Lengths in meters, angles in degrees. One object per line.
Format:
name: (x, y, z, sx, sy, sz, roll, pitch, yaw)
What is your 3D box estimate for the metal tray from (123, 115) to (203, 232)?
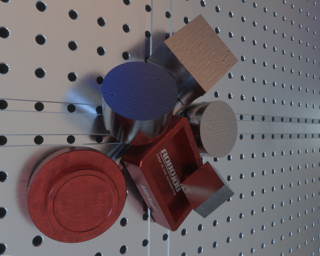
metal tray: (0.015, 0.058, 0.400, 0.090, 0.030, 0.129, -45, 130, -30)

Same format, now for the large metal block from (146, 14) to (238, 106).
large metal block: (0.044, -0.090, 0.414, 0.080, 0.050, 0.080, 49, 59, -6)

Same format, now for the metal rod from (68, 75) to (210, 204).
metal rod: (0.000, -0.009, 0.412, 0.301, 0.025, 0.025, -45, 117, -30)

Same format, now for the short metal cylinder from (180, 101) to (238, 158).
short metal cylinder: (0.067, 0.002, 0.448, 0.081, 0.050, 0.079, 0, 90, -40)

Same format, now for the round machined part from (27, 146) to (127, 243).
round machined part: (-0.081, 0.070, 0.314, 0.099, 0.042, 0.097, -3, 97, -24)

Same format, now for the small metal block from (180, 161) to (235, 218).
small metal block: (0.061, 0.080, 0.406, 0.050, 0.050, 0.025, -42, 124, 8)

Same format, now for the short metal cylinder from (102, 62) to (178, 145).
short metal cylinder: (-0.024, -0.028, 0.346, 0.081, 0.050, 0.080, 5, 57, -7)
